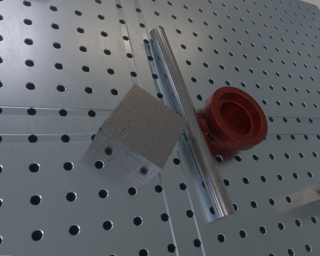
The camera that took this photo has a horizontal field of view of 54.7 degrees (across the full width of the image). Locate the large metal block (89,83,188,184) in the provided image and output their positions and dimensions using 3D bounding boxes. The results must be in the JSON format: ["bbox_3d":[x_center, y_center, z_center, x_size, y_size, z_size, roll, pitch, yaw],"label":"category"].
[{"bbox_3d":[-0.025,0.007,0.375,0.080,0.050,0.080,35,51,-5],"label":"large metal block"}]

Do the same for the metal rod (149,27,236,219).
[{"bbox_3d":[0.039,-0.022,0.442,0.025,0.025,0.299,-5,64,-30],"label":"metal rod"}]

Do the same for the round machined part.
[{"bbox_3d":[0.107,-0.010,0.461,0.099,0.042,0.098,14,56,-21],"label":"round machined part"}]

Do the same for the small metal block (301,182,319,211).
[{"bbox_3d":[0.251,0.104,0.464,0.050,0.050,0.025,21,54,-16],"label":"small metal block"}]
